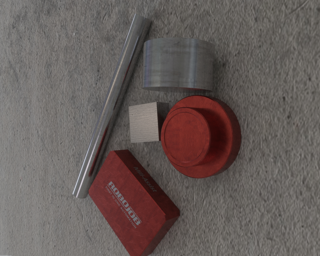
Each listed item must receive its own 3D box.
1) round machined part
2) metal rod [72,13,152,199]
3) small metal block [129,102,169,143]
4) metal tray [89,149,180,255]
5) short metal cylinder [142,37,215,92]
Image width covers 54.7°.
[{"bbox_3d":[0.040,0.010,0.361,0.098,0.042,0.097,0,90,40],"label":"round machined part"},{"bbox_3d":[-0.078,-0.021,0.469,0.025,0.025,0.298,35,112,34],"label":"metal rod"},{"bbox_3d":[-0.014,-0.007,0.417,0.050,0.025,0.050,-6,86,39],"label":"small metal block"},{"bbox_3d":[-0.042,0.104,0.436,0.130,0.030,0.089,46,117,30],"label":"metal tray"},{"bbox_3d":[0.021,-0.068,0.352,0.080,0.081,0.050,5,93,40],"label":"short metal cylinder"}]
